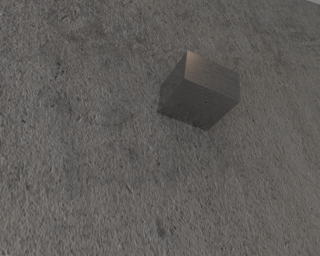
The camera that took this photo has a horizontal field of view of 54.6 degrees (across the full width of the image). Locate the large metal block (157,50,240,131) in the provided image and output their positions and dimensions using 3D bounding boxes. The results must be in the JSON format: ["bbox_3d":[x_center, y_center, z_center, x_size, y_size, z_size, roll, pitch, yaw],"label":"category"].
[{"bbox_3d":[0.052,-0.048,0.425,0.080,0.080,0.050,20,54,-17],"label":"large metal block"}]
